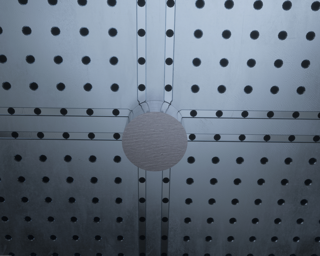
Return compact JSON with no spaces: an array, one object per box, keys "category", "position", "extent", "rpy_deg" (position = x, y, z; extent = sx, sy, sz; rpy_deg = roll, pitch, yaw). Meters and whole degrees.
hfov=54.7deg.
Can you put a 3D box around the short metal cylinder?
[{"category":"short metal cylinder","position":[-0.006,0.009,0.403],"extent":[0.081,0.050,0.079],"rpy_deg":[0,110,-1]}]
